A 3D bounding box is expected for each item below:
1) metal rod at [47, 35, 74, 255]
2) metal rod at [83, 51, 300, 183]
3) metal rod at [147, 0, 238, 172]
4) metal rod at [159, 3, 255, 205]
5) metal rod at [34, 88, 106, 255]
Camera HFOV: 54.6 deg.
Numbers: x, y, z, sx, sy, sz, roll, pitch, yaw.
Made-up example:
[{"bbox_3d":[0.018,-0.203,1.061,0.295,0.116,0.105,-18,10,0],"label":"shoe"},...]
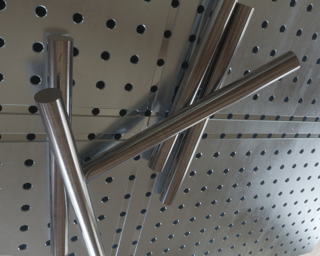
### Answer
[{"bbox_3d":[-0.120,0.043,0.371,0.025,0.025,0.298,-5,121,-26],"label":"metal rod"},{"bbox_3d":[0.032,-0.012,0.387,0.301,0.025,0.025,-29,129,3],"label":"metal rod"},{"bbox_3d":[0.047,-0.075,0.389,0.025,0.025,0.298,9,114,-32],"label":"metal rod"},{"bbox_3d":[0.056,-0.018,0.430,0.025,0.025,0.298,5,116,-31],"label":"metal rod"},{"bbox_3d":[-0.100,0.083,0.382,0.025,0.025,0.298,-18,133,-18],"label":"metal rod"}]
